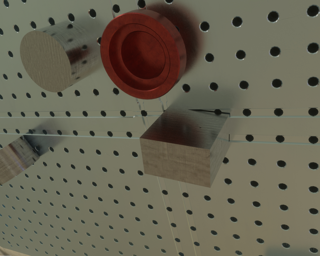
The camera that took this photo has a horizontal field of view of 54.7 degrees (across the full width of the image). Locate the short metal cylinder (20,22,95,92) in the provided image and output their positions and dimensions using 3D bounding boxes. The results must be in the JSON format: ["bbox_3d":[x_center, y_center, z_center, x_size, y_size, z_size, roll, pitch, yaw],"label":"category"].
[{"bbox_3d":[-0.134,-0.093,0.408,0.080,0.050,0.079,13,124,21],"label":"short metal cylinder"}]

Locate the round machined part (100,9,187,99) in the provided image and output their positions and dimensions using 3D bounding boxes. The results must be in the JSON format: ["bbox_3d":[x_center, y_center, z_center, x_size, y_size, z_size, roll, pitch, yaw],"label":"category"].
[{"bbox_3d":[-0.015,-0.086,0.355,0.098,0.042,0.097,13,124,21],"label":"round machined part"}]

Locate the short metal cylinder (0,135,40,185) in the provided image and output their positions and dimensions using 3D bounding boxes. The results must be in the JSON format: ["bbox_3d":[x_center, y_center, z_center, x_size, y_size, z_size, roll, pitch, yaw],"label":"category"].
[{"bbox_3d":[-0.264,0.056,0.550,0.080,0.080,0.050,-24,106,36],"label":"short metal cylinder"}]

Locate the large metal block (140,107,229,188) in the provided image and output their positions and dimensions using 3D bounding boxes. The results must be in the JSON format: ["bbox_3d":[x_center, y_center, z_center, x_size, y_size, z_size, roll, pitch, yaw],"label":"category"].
[{"bbox_3d":[0.033,0.019,0.370,0.080,0.080,0.050,9,122,24],"label":"large metal block"}]
